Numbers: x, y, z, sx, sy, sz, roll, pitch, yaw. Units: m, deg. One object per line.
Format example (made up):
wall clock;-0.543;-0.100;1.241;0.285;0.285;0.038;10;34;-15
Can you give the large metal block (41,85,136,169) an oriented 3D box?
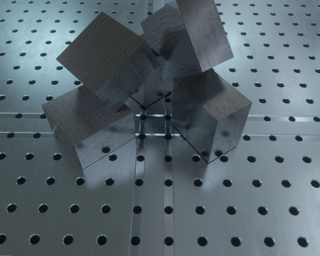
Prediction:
large metal block;-0.089;-0.008;0.396;0.081;0.050;0.080;-32;57;-25

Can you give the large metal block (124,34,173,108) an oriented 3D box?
large metal block;-0.008;-0.089;0.445;0.080;0.080;0.050;-34;58;-26

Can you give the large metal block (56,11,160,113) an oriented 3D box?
large metal block;-0.062;-0.079;0.372;0.080;0.050;0.080;40;86;28

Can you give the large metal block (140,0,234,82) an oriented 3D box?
large metal block;0.030;-0.106;0.369;0.050;0.080;0.080;-29;13;-28

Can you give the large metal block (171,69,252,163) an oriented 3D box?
large metal block;0.059;-0.018;0.386;0.050;0.080;0.080;-27;56;-21
